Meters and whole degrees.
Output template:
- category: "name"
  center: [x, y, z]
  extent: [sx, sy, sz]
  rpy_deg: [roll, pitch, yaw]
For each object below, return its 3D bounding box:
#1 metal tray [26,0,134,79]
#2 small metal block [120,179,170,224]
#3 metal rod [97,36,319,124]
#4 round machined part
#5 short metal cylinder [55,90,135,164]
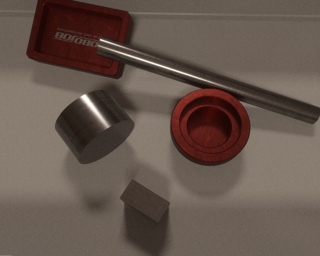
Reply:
- category: "metal tray"
  center: [-0.111, -0.127, 0.435]
  extent: [0.131, 0.030, 0.089]
  rpy_deg: [13, 91, 4]
- category: "small metal block"
  center: [-0.017, 0.088, 0.364]
  extent: [0.050, 0.050, 0.025]
  rpy_deg: [30, 73, 10]
- category: "metal rod"
  center: [0.066, -0.062, 0.410]
  extent: [0.302, 0.025, 0.025]
  rpy_deg: [17, 71, -3]
- category: "round machined part"
  center: [0.062, 0.002, 0.401]
  extent: [0.099, 0.042, 0.098]
  rpy_deg: [0, 70, -1]
- category: "short metal cylinder"
  center: [-0.079, -0.001, 0.380]
  extent: [0.080, 0.080, 0.050]
  rpy_deg: [-37, 75, -13]
